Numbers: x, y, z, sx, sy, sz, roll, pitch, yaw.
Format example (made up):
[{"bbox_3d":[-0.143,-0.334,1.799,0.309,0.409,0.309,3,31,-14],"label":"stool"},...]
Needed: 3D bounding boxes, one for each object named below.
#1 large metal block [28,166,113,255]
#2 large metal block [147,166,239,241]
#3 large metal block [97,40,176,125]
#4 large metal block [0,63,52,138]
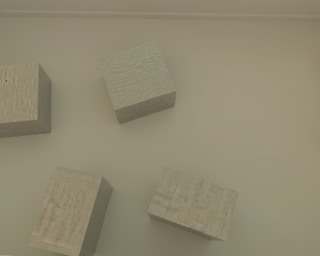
[{"bbox_3d":[-0.093,0.094,0.345,0.050,0.080,0.080,12,71,4],"label":"large metal block"},{"bbox_3d":[0.034,0.088,0.349,0.080,0.080,0.050,18,71,6],"label":"large metal block"},{"bbox_3d":[-0.031,-0.061,0.418,0.081,0.050,0.080,-18,71,-7],"label":"large metal block"},{"bbox_3d":[-0.192,-0.035,0.407,0.081,0.050,0.080,-6,70,-3],"label":"large metal block"}]
